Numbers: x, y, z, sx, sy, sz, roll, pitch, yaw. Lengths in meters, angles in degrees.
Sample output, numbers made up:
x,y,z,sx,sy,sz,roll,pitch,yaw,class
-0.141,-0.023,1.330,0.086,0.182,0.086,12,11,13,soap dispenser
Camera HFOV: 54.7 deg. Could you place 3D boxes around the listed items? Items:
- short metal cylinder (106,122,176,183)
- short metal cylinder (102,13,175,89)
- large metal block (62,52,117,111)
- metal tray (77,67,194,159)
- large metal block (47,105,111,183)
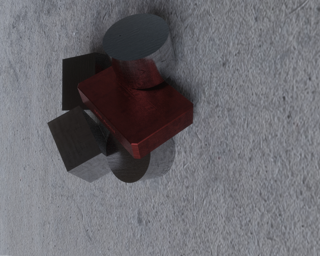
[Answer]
x,y,z,sx,sy,sz,roll,pitch,yaw,class
-0.026,0.030,0.412,0.080,0.050,0.080,0,90,40,short metal cylinder
-0.024,-0.095,0.384,0.080,0.050,0.080,-6,57,9,short metal cylinder
-0.105,-0.066,0.474,0.080,0.050,0.080,1,91,40,large metal block
-0.032,-0.032,0.392,0.130,0.091,0.030,43,156,31,metal tray
-0.109,0.026,0.452,0.050,0.080,0.080,-30,68,-2,large metal block
